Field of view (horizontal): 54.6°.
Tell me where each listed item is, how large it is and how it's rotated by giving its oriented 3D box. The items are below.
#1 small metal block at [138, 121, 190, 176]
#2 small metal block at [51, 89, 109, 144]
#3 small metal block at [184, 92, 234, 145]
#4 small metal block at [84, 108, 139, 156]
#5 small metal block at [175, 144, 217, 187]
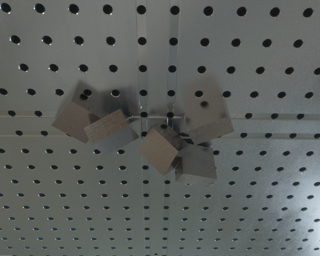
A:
[{"bbox_3d":[0.004,0.027,0.417,0.050,0.025,0.050,43,129,19],"label":"small metal block"},{"bbox_3d":[-0.102,-0.014,0.399,0.050,0.025,0.050,33,123,-25],"label":"small metal block"},{"bbox_3d":[0.060,-0.012,0.385,0.050,0.050,0.025,-21,127,17],"label":"small metal block"},{"bbox_3d":[-0.060,0.006,0.393,0.050,0.025,0.050,-29,158,0],"label":"small metal block"},{"bbox_3d":[0.049,0.051,0.434,0.050,0.050,0.025,12,141,-17],"label":"small metal block"}]
